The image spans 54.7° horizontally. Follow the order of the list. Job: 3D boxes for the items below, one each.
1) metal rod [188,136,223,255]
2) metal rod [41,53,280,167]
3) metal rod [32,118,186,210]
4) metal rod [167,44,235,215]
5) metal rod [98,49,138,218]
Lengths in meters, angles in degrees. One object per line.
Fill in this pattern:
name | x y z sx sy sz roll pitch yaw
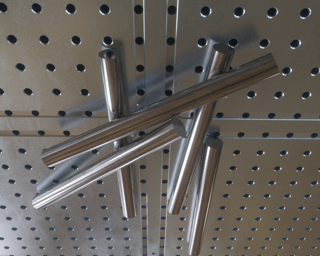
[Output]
metal rod | 0.072 0.133 0.526 0.025 0.025 0.298 1 130 -1
metal rod | -0.014 -0.013 0.365 0.300 0.025 0.025 -22 127 17
metal rod | -0.089 0.061 0.436 0.299 0.025 0.025 -29 125 32
metal rod | 0.047 0.026 0.434 0.025 0.025 0.298 6 130 -6
metal rod | -0.053 0.032 0.437 0.025 0.025 0.298 -1 130 0
